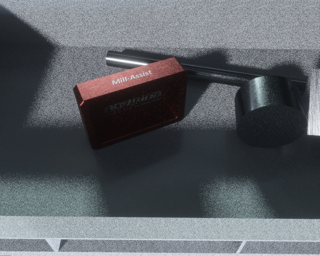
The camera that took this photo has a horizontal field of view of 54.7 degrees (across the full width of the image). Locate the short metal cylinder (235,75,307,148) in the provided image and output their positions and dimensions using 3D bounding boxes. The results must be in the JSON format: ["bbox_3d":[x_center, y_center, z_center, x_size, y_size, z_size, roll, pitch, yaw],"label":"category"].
[{"bbox_3d":[0.136,-0.019,0.387,0.080,0.080,0.050,5,50,4],"label":"short metal cylinder"}]

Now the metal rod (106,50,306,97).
[{"bbox_3d":[0.065,-0.086,0.477,0.301,0.025,0.025,10,51,8],"label":"metal rod"}]

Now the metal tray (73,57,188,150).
[{"bbox_3d":[-0.032,-0.029,0.386,0.131,0.089,0.030,-19,53,-16],"label":"metal tray"}]

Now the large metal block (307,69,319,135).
[{"bbox_3d":[0.228,-0.031,0.374,0.080,0.079,0.050,5,7,32],"label":"large metal block"}]
